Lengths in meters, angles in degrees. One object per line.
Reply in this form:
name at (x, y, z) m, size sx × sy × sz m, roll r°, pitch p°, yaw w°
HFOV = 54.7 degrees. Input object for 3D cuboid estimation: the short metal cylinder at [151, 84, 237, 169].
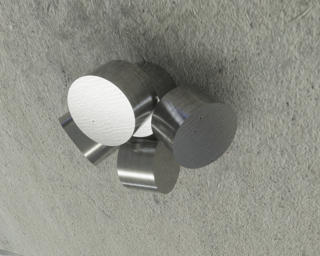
short metal cylinder at (0.037, -0.002, 0.343) m, size 0.050 × 0.081 × 0.079 m, roll 46°, pitch 143°, yaw 49°

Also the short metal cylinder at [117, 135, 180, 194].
short metal cylinder at (-0.012, 0.043, 0.403) m, size 0.050 × 0.080 × 0.079 m, roll 2°, pitch 119°, yaw 27°

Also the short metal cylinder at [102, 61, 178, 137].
short metal cylinder at (-0.023, -0.036, 0.381) m, size 0.080 × 0.050 × 0.079 m, roll 13°, pitch 124°, yaw 20°

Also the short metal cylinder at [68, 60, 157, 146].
short metal cylinder at (-0.051, -0.027, 0.335) m, size 0.080 × 0.050 × 0.079 m, roll 13°, pitch 124°, yaw 20°

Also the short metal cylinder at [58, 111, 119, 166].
short metal cylinder at (-0.089, 0.004, 0.414) m, size 0.080 × 0.050 × 0.080 m, roll 51°, pitch 172°, yaw 11°
